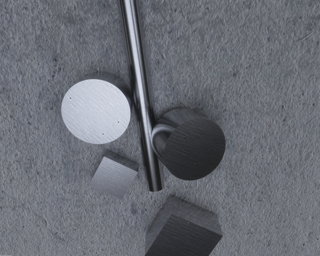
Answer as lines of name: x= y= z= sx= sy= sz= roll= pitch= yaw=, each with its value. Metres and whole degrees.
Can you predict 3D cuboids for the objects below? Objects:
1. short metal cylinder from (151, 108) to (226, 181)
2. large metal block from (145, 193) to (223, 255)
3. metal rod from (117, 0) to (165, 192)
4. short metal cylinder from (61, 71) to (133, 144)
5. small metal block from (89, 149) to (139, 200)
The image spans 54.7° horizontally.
short metal cylinder: x=0.035 y=0.019 z=0.392 sx=0.081 sy=0.050 sz=0.079 roll=-6 pitch=109 yaw=-18
large metal block: x=0.032 y=0.156 z=0.455 sx=0.080 sy=0.050 sz=0.080 roll=26 pitch=108 yaw=-10
metal rod: x=-0.024 y=-0.055 z=0.389 sx=0.025 sy=0.025 sz=0.298 roll=-7 pitch=110 yaw=2
short metal cylinder: x=-0.075 y=-0.026 z=0.386 sx=0.081 sy=0.050 sz=0.079 roll=0 pitch=110 yaw=-1
small metal block: x=-0.064 y=0.065 z=0.433 sx=0.050 sy=0.025 sz=0.050 roll=27 pitch=108 yaw=-10
